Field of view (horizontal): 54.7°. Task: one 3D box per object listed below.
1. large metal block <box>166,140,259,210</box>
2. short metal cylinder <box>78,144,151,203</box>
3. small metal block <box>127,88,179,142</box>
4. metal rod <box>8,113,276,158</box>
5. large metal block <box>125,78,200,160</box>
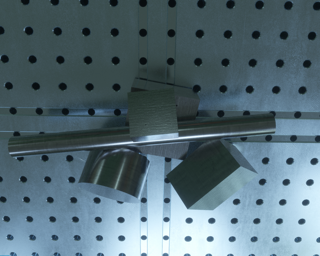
[{"bbox_3d":[0.069,0.060,0.396,0.080,0.050,0.080,-43,149,14],"label":"large metal block"},{"bbox_3d":[-0.057,0.060,0.395,0.080,0.080,0.050,18,66,-7],"label":"short metal cylinder"},{"bbox_3d":[-0.007,-0.013,0.338,0.050,0.025,0.050,-5,75,2],"label":"small metal block"},{"bbox_3d":[-0.022,0.009,0.359,0.302,0.025,0.025,-5,110,2],"label":"metal rod"},{"bbox_3d":[-0.001,-0.012,0.392,0.081,0.050,0.079,10,110,-4],"label":"large metal block"}]
